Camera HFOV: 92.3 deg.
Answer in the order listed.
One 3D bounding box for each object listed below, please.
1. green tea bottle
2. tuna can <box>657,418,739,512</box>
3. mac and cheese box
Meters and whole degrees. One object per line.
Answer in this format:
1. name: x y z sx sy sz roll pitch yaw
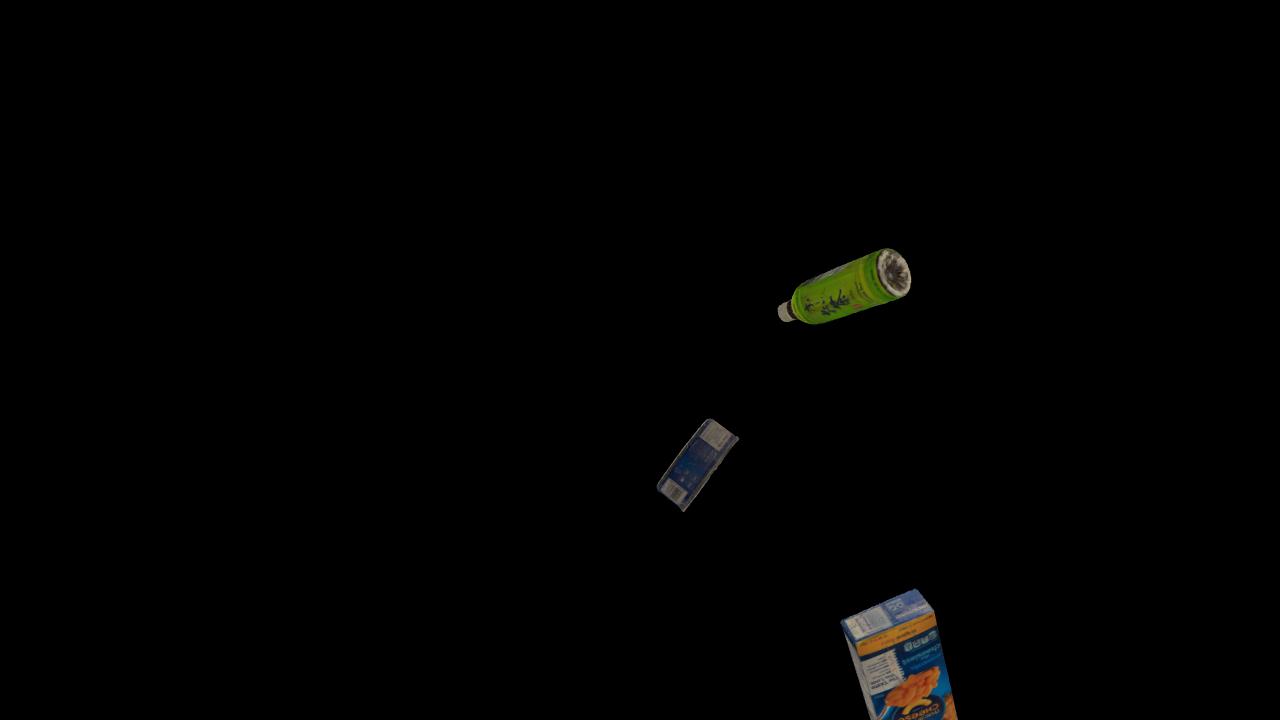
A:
1. green tea bottle: 0.280 -0.095 0.885 0.073 0.073 0.212 0 -9 -28
2. tuna can: 0.052 0.094 0.559 0.034 0.084 0.084 36 8 11
3. mac and cheese box: 0.290 0.348 0.682 0.093 0.184 0.041 -23 21 -2
